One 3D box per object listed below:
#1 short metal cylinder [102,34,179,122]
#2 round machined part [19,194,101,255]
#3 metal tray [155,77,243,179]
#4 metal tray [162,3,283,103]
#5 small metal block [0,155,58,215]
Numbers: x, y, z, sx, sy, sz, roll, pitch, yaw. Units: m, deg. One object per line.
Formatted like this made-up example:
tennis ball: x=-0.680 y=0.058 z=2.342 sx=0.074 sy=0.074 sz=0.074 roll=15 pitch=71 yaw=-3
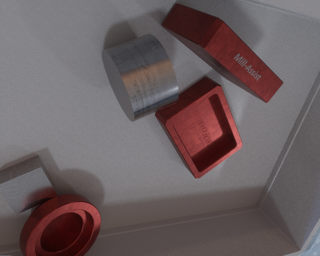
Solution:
short metal cylinder: x=-0.022 y=-0.053 z=0.330 sx=0.050 sy=0.080 sz=0.080 roll=-24 pitch=128 yaw=-14
round machined part: x=-0.129 y=0.128 z=0.396 sx=0.099 sy=0.042 sz=0.097 roll=-21 pitch=122 yaw=-37
metal tray: x=0.060 y=0.004 z=0.442 sx=0.090 sy=0.030 sz=0.130 roll=-35 pitch=129 yaw=-5
metal tray: x=0.073 y=-0.084 z=0.355 sx=0.131 sy=0.090 sz=0.030 roll=28 pitch=103 yaw=-38
small metal block: x=-0.156 y=0.067 z=0.365 sx=0.050 sy=0.025 sz=0.050 roll=-24 pitch=127 yaw=-15
